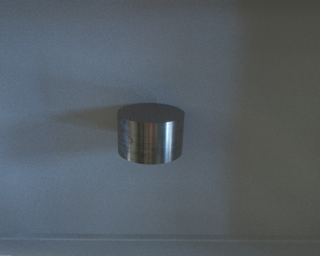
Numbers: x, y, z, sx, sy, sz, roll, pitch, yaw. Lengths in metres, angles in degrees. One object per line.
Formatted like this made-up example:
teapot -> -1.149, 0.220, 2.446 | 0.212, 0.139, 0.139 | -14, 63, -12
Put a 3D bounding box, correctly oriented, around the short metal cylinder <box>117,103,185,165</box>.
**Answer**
short metal cylinder -> -0.011, 0.004, 0.380 | 0.080, 0.080, 0.050 | 2, 110, -1
